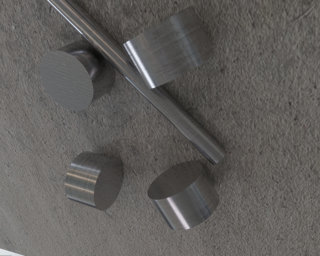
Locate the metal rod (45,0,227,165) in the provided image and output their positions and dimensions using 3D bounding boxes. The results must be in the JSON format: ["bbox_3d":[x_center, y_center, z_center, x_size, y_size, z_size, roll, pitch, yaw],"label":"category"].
[{"bbox_3d":[-0.032,-0.067,0.381,0.300,0.025,0.025,44,129,-3],"label":"metal rod"}]

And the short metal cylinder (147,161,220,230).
[{"bbox_3d":[0.031,0.087,0.409,0.080,0.080,0.050,-19,108,35],"label":"short metal cylinder"}]

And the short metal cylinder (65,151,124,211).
[{"bbox_3d":[-0.098,0.080,0.472,0.050,0.080,0.079,11,123,22],"label":"short metal cylinder"}]

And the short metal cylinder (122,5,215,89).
[{"bbox_3d":[0.009,-0.081,0.316,0.080,0.080,0.050,-19,108,35],"label":"short metal cylinder"}]

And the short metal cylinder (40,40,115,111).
[{"bbox_3d":[-0.106,-0.069,0.404,0.080,0.050,0.079,13,124,21],"label":"short metal cylinder"}]
